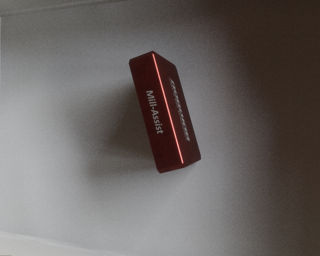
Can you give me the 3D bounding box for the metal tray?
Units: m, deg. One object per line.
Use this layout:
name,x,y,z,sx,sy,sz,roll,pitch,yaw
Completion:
metal tray,0.009,-0.017,0.370,0.030,0.090,0.129,-17,85,18
